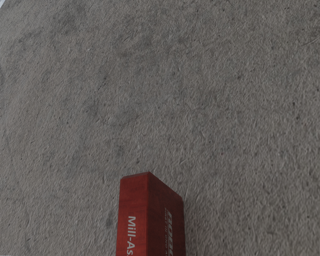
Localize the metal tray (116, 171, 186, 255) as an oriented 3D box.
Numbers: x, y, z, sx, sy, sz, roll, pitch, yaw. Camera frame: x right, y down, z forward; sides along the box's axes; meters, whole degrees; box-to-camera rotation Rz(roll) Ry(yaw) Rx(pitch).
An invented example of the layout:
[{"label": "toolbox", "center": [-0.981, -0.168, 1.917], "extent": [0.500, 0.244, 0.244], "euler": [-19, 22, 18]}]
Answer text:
[{"label": "metal tray", "center": [-0.005, 0.118, 0.293], "extent": [0.030, 0.090, 0.130], "euler": [-14, 56, 21]}]
